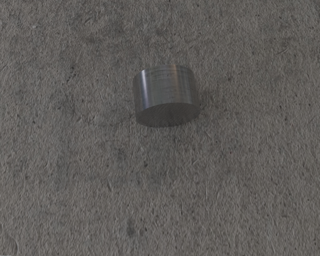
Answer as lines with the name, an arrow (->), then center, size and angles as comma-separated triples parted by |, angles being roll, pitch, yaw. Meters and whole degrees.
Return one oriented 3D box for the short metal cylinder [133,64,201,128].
short metal cylinder -> 0.007, -0.038, 0.393 | 0.080, 0.080, 0.050 | -6, 70, -2
